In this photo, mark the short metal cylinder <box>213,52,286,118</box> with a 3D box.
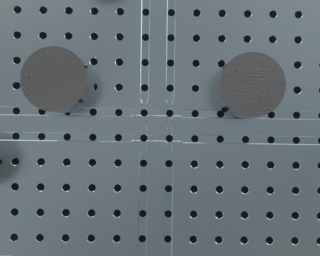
[{"bbox_3d":[0.113,-0.053,0.402,0.081,0.050,0.079,0,90,0],"label":"short metal cylinder"}]

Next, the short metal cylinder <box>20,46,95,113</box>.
[{"bbox_3d":[-0.129,-0.059,0.400,0.081,0.050,0.079,0,90,0],"label":"short metal cylinder"}]

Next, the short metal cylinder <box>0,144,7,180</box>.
[{"bbox_3d":[-0.251,0.046,0.399,0.081,0.050,0.079,0,90,0],"label":"short metal cylinder"}]
